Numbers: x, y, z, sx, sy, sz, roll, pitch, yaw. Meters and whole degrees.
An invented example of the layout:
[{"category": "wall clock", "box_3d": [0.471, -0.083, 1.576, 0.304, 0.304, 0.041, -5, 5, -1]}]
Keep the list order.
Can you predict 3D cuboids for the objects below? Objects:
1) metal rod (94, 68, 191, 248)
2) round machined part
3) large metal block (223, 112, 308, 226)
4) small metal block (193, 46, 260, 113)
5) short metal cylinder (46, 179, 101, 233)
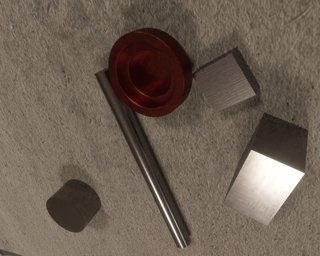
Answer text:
[{"category": "metal rod", "box_3d": [-0.017, 0.055, 0.448, 0.025, 0.025, 0.299, -10, 114, 32]}, {"category": "round machined part", "box_3d": [-0.007, -0.065, 0.354, 0.098, 0.042, 0.097, 17, 125, 26]}, {"category": "large metal block", "box_3d": [0.115, 0.042, 0.336, 0.050, 0.080, 0.079, 25, 127, 12]}, {"category": "small metal block", "box_3d": [0.072, -0.052, 0.337, 0.050, 0.025, 0.050, -25, 105, 36]}, {"category": "short metal cylinder", "box_3d": [-0.154, 0.139, 0.556, 0.080, 0.050, 0.079, 13, 124, 20]}]
